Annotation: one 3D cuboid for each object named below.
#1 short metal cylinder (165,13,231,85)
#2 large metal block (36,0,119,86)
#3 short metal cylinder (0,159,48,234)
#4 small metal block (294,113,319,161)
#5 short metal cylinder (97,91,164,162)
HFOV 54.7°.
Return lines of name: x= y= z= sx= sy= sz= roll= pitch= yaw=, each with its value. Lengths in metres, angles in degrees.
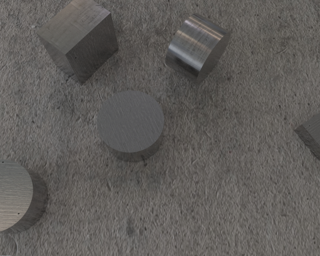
short metal cylinder: x=0.051 y=-0.106 z=0.418 sx=0.050 sy=0.080 sz=0.080 roll=35 pitch=74 yaw=12
large metal block: x=-0.107 y=-0.117 z=0.421 sx=0.050 sy=0.080 sz=0.080 roll=37 pitch=74 yaw=12
short metal cylinder: x=-0.180 y=0.082 z=0.364 sx=0.081 sy=0.050 sz=0.080 roll=0 pitch=70 yaw=0
small metal block: x=0.217 y=0.007 z=0.407 sx=0.050 sy=0.025 sz=0.050 roll=-30 pitch=73 yaw=-11
short metal cylinder: x=-0.035 y=-0.001 z=0.395 sx=0.081 sy=0.050 sz=0.080 roll=0 pitch=70 yaw=0
